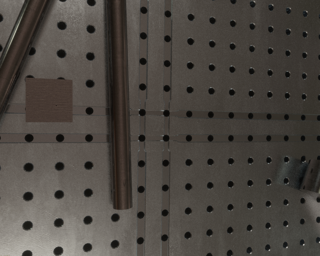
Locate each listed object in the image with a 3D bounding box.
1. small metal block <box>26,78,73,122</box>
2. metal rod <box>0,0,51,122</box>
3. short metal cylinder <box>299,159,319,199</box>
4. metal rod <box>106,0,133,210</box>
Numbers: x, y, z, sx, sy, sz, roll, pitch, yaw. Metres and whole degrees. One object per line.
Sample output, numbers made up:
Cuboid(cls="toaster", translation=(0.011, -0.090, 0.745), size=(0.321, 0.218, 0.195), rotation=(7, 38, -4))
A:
Cuboid(cls="small metal block", translation=(-0.130, -0.031, 0.365), size=(0.050, 0.025, 0.050), rotation=(0, 90, -21))
Cuboid(cls="metal rod", translation=(-0.160, -0.095, 0.353), size=(0.025, 0.025, 0.299), rotation=(22, 83, -19))
Cuboid(cls="short metal cylinder", translation=(0.269, 0.087, 0.485), size=(0.080, 0.080, 0.050), rotation=(24, 82, -19))
Cuboid(cls="metal rod", translation=(-0.052, -0.048, 0.394), size=(0.025, 0.025, 0.298), rotation=(-2, 91, -20))
